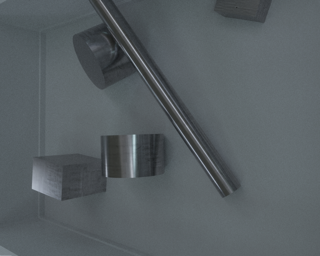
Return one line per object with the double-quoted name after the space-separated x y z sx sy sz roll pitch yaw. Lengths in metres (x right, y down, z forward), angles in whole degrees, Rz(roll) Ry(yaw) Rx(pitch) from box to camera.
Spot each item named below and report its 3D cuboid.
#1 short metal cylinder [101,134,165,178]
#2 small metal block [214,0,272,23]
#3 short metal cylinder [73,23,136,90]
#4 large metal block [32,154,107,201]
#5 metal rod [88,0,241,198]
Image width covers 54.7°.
-0.035 0.034 0.398 0.080 0.081 0.050 -3 88 39 "short metal cylinder"
0.092 -0.144 0.330 0.050 0.025 0.050 25 106 36 "small metal block"
-0.076 -0.100 0.426 0.080 0.050 0.080 46 156 28 "short metal cylinder"
-0.140 0.073 0.484 0.080 0.081 0.050 6 94 39 "large metal block"
-0.003 -0.052 0.368 0.025 0.025 0.299 -40 78 32 "metal rod"
